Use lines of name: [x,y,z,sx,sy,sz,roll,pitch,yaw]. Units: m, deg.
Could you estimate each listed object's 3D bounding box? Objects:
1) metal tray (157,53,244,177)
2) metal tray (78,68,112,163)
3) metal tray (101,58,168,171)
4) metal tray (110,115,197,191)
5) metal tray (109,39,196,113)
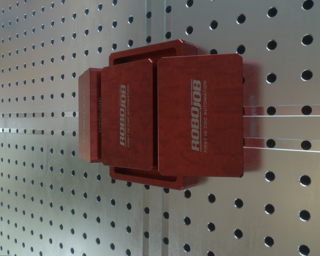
metal tray: [0.045,-0.013,0.343,0.090,0.030,0.129,-1,90,12]
metal tray: [-0.098,-0.017,0.461,0.090,0.030,0.129,180,90,-65]
metal tray: [-0.034,-0.016,0.392,0.090,0.030,0.129,0,90,39]
metal tray: [-0.013,0.029,0.415,0.130,0.030,0.089,1,91,39]
metal tray: [-0.014,-0.062,0.415,0.130,0.030,0.089,1,91,39]
